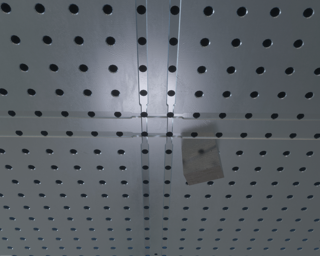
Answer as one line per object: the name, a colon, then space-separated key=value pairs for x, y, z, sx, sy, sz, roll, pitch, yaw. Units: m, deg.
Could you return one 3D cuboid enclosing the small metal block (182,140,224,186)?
small metal block: x=0.059 y=0.049 z=0.437 sx=0.050 sy=0.050 sz=0.025 roll=-16 pitch=128 yaw=13
